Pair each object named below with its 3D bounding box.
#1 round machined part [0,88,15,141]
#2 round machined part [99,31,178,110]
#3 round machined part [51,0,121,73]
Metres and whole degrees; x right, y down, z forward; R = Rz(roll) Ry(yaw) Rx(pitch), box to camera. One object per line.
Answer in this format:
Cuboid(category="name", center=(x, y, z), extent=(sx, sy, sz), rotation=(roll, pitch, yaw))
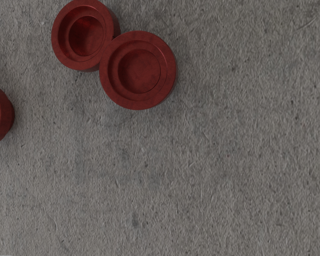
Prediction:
Cuboid(category="round machined part", center=(-0.276, -0.021, 0.497), extent=(0.098, 0.042, 0.097), rotation=(0, 90, 20))
Cuboid(category="round machined part", center=(-0.025, -0.073, 0.403), extent=(0.098, 0.042, 0.097), rotation=(1, 96, 10))
Cuboid(category="round machined part", center=(-0.099, -0.127, 0.435), extent=(0.098, 0.042, 0.097), rotation=(0, 90, 20))
